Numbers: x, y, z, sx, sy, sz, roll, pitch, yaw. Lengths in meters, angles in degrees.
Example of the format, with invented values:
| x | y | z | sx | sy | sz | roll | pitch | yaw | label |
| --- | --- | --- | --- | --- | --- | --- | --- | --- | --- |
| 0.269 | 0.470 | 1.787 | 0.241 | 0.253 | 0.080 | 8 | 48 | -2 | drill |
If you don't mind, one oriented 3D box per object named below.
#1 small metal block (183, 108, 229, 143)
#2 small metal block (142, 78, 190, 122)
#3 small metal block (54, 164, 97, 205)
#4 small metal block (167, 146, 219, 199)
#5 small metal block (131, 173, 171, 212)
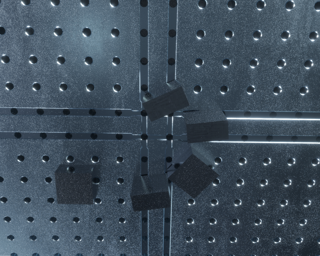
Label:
| x | y | z | sx | sy | sz | roll | pitch | yaw | label |
| --- | --- | --- | --- | --- | --- | --- | --- | --- | --- |
| 0.058 | -0.004 | 0.399 | 0.050 | 0.050 | 0.025 | -6 | 110 | 2 | small metal block |
| 0.007 | -0.036 | 0.387 | 0.050 | 0.050 | 0.025 | -23 | 109 | 8 | small metal block |
| -0.119 | 0.080 | 0.442 | 0.050 | 0.025 | 0.050 | 1 | 110 | -1 | small metal block |
| 0.046 | 0.063 | 0.437 | 0.050 | 0.025 | 0.050 | 39 | 105 | -13 | small metal block |
| -0.012 | 0.089 | 0.433 | 0.050 | 0.050 | 0.025 | -7 | 110 | 3 | small metal block |
